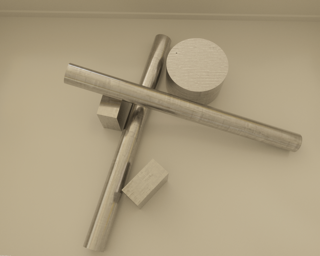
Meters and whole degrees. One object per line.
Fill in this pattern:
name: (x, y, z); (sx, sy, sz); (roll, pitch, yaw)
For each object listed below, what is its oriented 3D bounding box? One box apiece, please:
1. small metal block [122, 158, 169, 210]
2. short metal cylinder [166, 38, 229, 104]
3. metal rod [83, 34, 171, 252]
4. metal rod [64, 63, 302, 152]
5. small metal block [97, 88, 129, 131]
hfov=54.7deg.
small metal block: (-0.016, 0.068, 0.371); (0.025, 0.050, 0.050); (42, 75, 13)
short metal cylinder: (0.048, -0.075, 0.424); (0.081, 0.050, 0.080); (0, 70, 0)
metal rod: (-0.036, 0.005, 0.407); (0.025, 0.025, 0.299); (15, 70, 5)
metal rod: (0.035, -0.022, 0.384); (0.302, 0.025, 0.025); (16, 70, -8)
small metal block: (-0.059, -0.029, 0.406); (0.025, 0.050, 0.050); (12, 71, 4)
